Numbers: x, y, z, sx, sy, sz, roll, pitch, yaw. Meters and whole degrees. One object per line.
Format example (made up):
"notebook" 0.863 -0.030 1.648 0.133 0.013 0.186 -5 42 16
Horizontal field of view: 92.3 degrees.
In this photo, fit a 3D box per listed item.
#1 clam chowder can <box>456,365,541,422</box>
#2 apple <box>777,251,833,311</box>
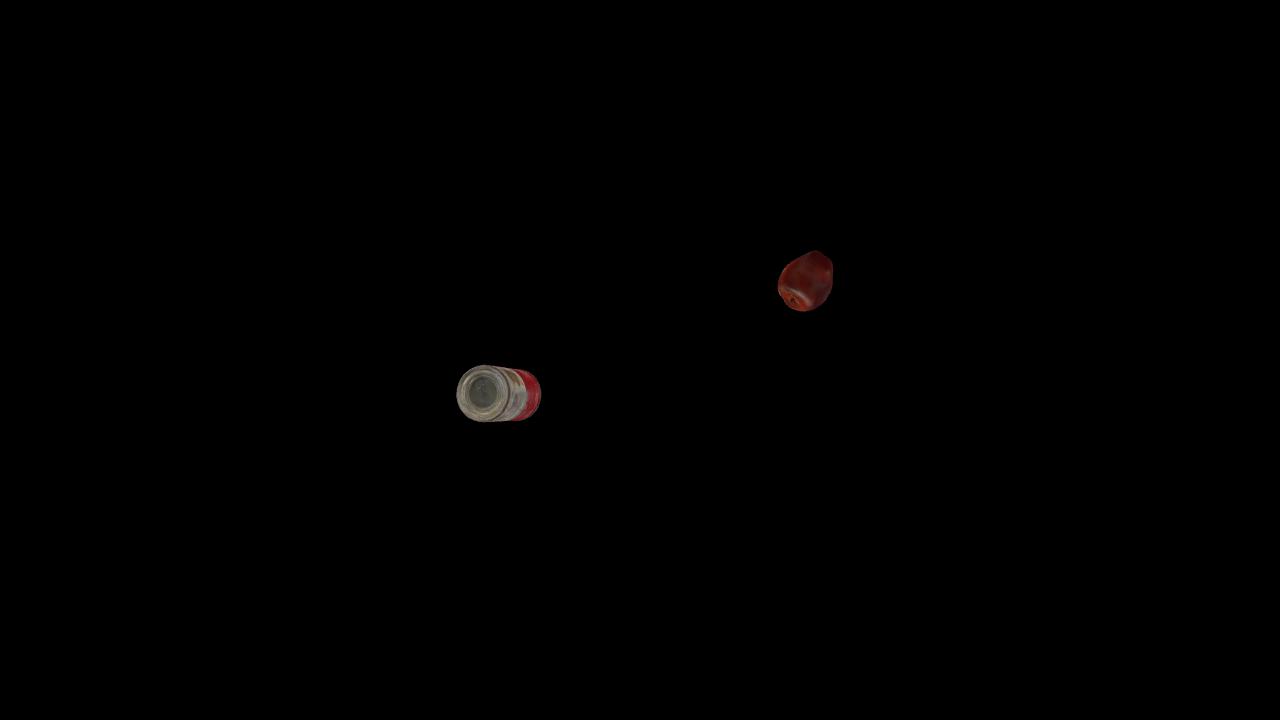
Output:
"clam chowder can" -0.170 0.042 0.748 0.068 0.068 0.102 0 -4 12
"apple" 0.251 -0.118 0.925 0.079 0.093 0.079 35 -17 12
